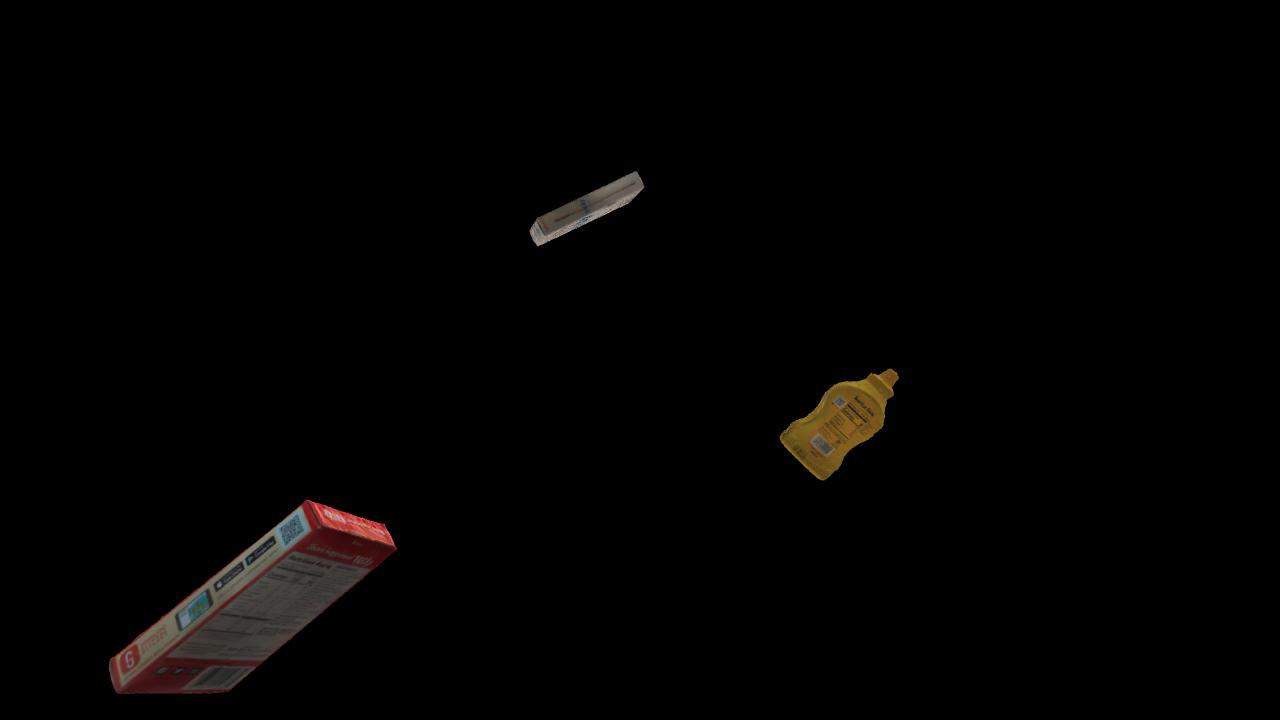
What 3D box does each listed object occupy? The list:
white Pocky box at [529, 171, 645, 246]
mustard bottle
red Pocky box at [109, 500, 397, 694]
[{"bbox_3d":[-0.074,-0.205,0.837,0.154,0.028,0.084,-29,8,-14],"label":"white Pocky box"},{"bbox_3d":[0.296,0.081,0.881,0.092,0.184,0.054,45,12,6],"label":"mustard bottle"},{"bbox_3d":[-0.253,0.162,0.416,0.028,0.155,0.083,47,-7,32],"label":"red Pocky box"}]
